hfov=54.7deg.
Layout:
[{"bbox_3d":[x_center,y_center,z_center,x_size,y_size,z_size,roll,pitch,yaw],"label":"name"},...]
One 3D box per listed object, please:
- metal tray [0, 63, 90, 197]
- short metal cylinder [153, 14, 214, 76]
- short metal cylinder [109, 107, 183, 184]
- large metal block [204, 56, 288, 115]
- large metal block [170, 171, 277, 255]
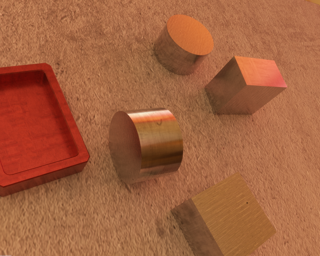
[{"bbox_3d":[-0.141,-0.005,0.326,0.091,0.030,0.130,-16,70,-34],"label":"metal tray"},{"bbox_3d":[0.036,-0.130,0.486,0.081,0.050,0.080,14,56,-21],"label":"short metal cylinder"},{"bbox_3d":[-0.018,0.018,0.348,0.050,0.080,0.080,-7,66,-32],"label":"short metal cylinder"},{"bbox_3d":[0.129,-0.062,0.476,0.081,0.080,0.050,-1,63,-29],"label":"large metal block"},{"bbox_3d":[0.073,0.108,0.361,0.081,0.050,0.080,-19,72,-35],"label":"large metal block"}]
